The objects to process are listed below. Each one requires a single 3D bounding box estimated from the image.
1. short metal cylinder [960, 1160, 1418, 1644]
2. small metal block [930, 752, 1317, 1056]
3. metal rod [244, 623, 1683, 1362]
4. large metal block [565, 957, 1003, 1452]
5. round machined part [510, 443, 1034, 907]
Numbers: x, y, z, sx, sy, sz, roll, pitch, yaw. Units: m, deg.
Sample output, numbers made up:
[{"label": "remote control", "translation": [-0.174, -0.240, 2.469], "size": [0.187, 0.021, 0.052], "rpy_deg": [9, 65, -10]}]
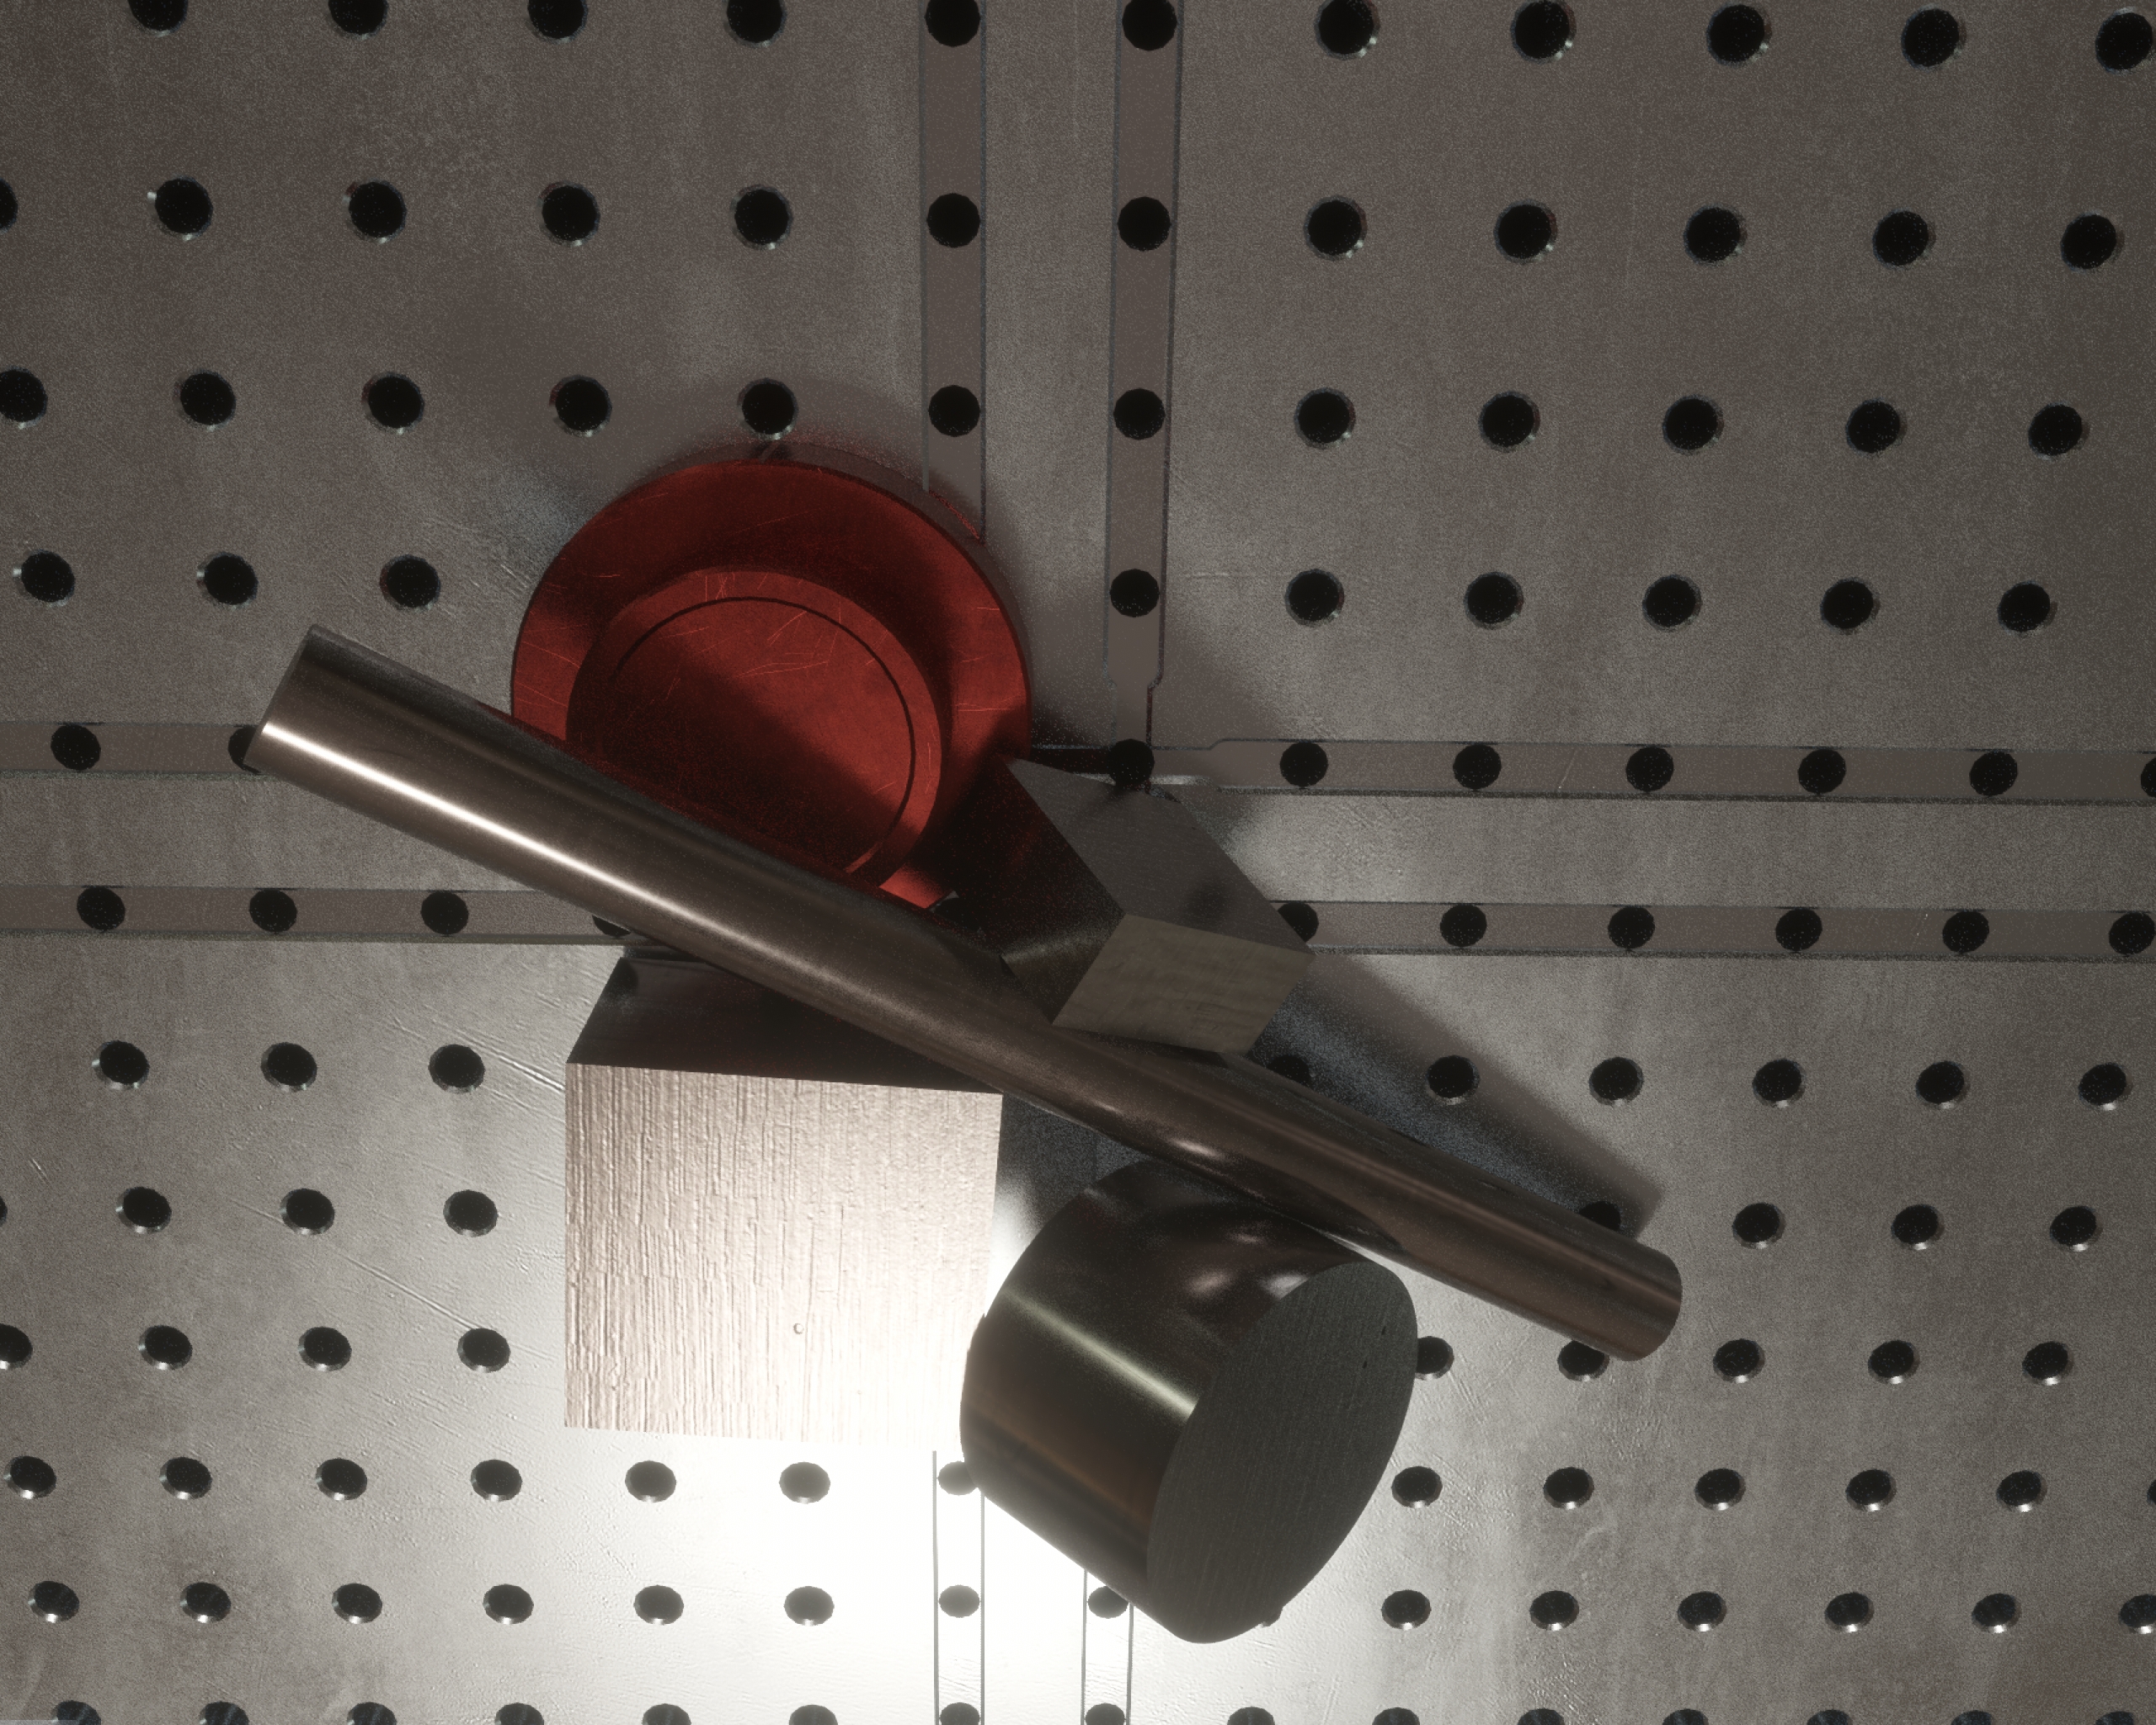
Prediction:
[{"label": "short metal cylinder", "translation": [0.023, 0.106, 0.417], "size": [0.081, 0.050, 0.079], "rpy_deg": [-23, 124, -40]}, {"label": "small metal block", "translation": [0.008, 0.008, 0.393], "size": [0.050, 0.050, 0.025], "rpy_deg": [14, 117, -42]}, {"label": "metal rod", "translation": [-0.003, 0.034, 0.391], "size": [0.302, 0.025, 0.025], "rpy_deg": [26, 108, -23]}, {"label": "large metal block", "translation": [-0.058, 0.068, 0.422], "size": [0.081, 0.050, 0.079], "rpy_deg": [4, 110, -2]}, {"label": "round machined part", "translation": [-0.058, -0.027, 0.394], "size": [0.099, 0.042, 0.097], "rpy_deg": [0, 110, -1]}]
